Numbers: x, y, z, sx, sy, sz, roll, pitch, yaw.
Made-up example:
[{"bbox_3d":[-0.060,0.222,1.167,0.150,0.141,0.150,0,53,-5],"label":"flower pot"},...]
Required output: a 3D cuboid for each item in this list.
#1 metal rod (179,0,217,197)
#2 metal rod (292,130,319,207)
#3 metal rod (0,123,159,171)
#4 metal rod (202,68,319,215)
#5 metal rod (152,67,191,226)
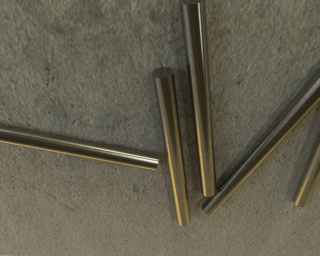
[{"bbox_3d":[0.054,-0.013,0.397,0.025,0.025,0.298,-7,130,5],"label":"metal rod"},{"bbox_3d":[0.228,0.008,0.417,0.025,0.025,0.298,-2,130,1],"label":"metal rod"},{"bbox_3d":[-0.150,0.019,0.421,0.302,0.025,0.025,12,129,-11],"label":"metal rod"},{"bbox_3d":[0.141,0.033,0.437,0.025,0.025,0.298,18,128,-15],"label":"metal rod"},{"bbox_3d":[0.023,0.049,0.449,0.025,0.025,0.298,-6,130,4],"label":"metal rod"}]
